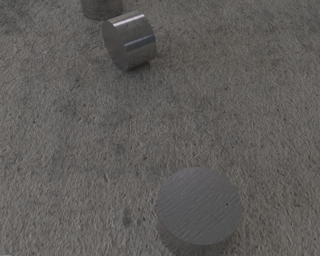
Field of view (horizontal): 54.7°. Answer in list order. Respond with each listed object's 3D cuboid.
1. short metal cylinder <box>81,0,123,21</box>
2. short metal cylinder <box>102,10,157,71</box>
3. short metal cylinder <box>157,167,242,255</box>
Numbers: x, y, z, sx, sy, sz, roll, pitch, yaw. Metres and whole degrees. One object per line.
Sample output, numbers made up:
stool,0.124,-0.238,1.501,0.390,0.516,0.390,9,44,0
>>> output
short metal cylinder,-0.113,-0.251,0.597,0.080,0.050,0.080,0,50,0
short metal cylinder,-0.048,-0.135,0.480,0.050,0.080,0.080,-28,56,-21
short metal cylinder,0.038,0.087,0.314,0.080,0.050,0.080,0,50,0
